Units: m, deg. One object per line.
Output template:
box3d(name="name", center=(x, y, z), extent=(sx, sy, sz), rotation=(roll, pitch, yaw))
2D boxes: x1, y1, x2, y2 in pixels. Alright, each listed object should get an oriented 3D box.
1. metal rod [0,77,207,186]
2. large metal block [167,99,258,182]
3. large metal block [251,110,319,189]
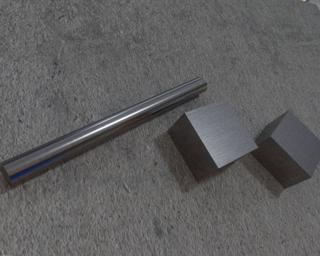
box3d(name="metal rod", center=(-0.042, -0.011, 0.388), extent=(0.302, 0.025, 0.025), rotation=(-28, 77, -38))
box3d(name="large metal block", center=(0.070, 0.015, 0.418), extent=(0.081, 0.050, 0.080), rotation=(-19, 72, -36))
box3d(name="large metal block", center=(0.196, 0.032, 0.477), extent=(0.080, 0.050, 0.080), rotation=(46, 51, 4))
